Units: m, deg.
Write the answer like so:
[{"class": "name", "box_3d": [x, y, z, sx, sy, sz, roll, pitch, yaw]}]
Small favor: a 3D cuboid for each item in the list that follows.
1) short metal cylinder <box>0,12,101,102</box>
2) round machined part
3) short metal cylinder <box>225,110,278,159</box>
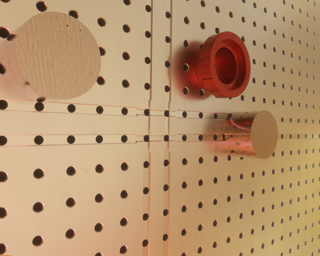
[{"class": "short metal cylinder", "box_3d": [-0.106, -0.066, 0.304, 0.081, 0.050, 0.080, 0, 90, -40]}, {"class": "round machined part", "box_3d": [0.093, -0.094, 0.475, 0.099, 0.042, 0.097, 0, 90, -40]}, {"class": "short metal cylinder", "box_3d": [0.155, 0.011, 0.522, 0.081, 0.050, 0.080, 0, 90, -40]}]
